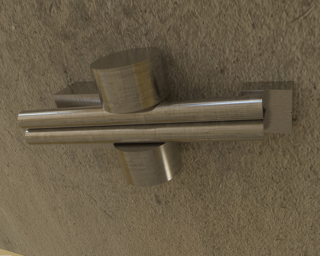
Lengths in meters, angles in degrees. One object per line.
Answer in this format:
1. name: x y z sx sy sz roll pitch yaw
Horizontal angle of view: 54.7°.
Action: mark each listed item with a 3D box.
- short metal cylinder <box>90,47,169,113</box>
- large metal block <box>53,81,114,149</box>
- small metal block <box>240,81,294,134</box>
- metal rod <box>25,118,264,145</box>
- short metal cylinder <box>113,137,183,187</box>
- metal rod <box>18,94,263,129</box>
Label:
1. short metal cylinder: -0.034 -0.057 0.355 0.080 0.080 0.050 2 119 27
2. large metal block: -0.087 -0.019 0.427 0.080 0.050 0.080 2 119 27
3. small metal block: 0.116 -0.023 0.333 0.050 0.025 0.050 3 120 27
4. metal rod: -0.034 0.006 0.372 0.301 0.025 0.025 -2 118 20
5. short metal cylinder: -0.014 0.031 0.399 0.080 0.080 0.050 2 119 27
6. metal rod: -0.039 -0.016 0.361 0.301 0.025 0.025 -2 118 20
